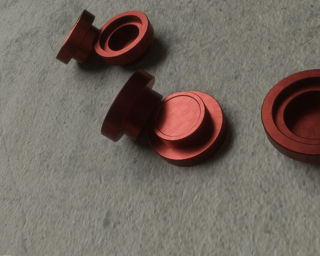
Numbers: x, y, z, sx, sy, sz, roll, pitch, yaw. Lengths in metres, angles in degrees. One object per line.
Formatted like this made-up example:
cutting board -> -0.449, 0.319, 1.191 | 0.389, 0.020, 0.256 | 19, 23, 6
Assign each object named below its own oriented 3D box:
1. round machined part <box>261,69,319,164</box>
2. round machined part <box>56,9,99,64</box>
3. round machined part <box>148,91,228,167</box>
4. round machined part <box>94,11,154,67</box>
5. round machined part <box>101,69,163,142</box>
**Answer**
round machined part -> 0.157, -0.008, 0.316 | 0.098, 0.042, 0.098 | -13, 56, 20
round machined part -> -0.137, -0.151, 0.537 | 0.098, 0.042, 0.098 | -45, 27, 31
round machined part -> 0.029, -0.005, 0.380 | 0.098, 0.042, 0.098 | -13, 56, 20
round machined part -> -0.054, -0.140, 0.505 | 0.098, 0.042, 0.098 | -12, 57, 20
round machined part -> -0.031, -0.023, 0.398 | 0.042, 0.098, 0.098 | 31, 76, 1
